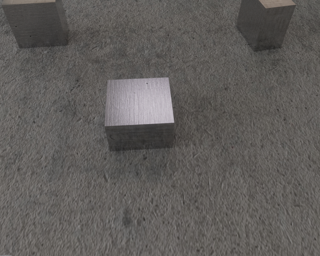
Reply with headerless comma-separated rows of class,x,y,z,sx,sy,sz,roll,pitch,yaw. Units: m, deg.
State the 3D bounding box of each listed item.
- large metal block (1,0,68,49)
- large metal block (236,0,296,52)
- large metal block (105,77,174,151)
large metal block,-0.205,-0.184,0.521,0.081,0.080,0.050,-5,50,-4
large metal block,0.176,-0.190,0.528,0.050,0.080,0.080,-10,51,-8
large metal block,-0.026,-0.019,0.402,0.081,0.050,0.080,-3,50,-3
